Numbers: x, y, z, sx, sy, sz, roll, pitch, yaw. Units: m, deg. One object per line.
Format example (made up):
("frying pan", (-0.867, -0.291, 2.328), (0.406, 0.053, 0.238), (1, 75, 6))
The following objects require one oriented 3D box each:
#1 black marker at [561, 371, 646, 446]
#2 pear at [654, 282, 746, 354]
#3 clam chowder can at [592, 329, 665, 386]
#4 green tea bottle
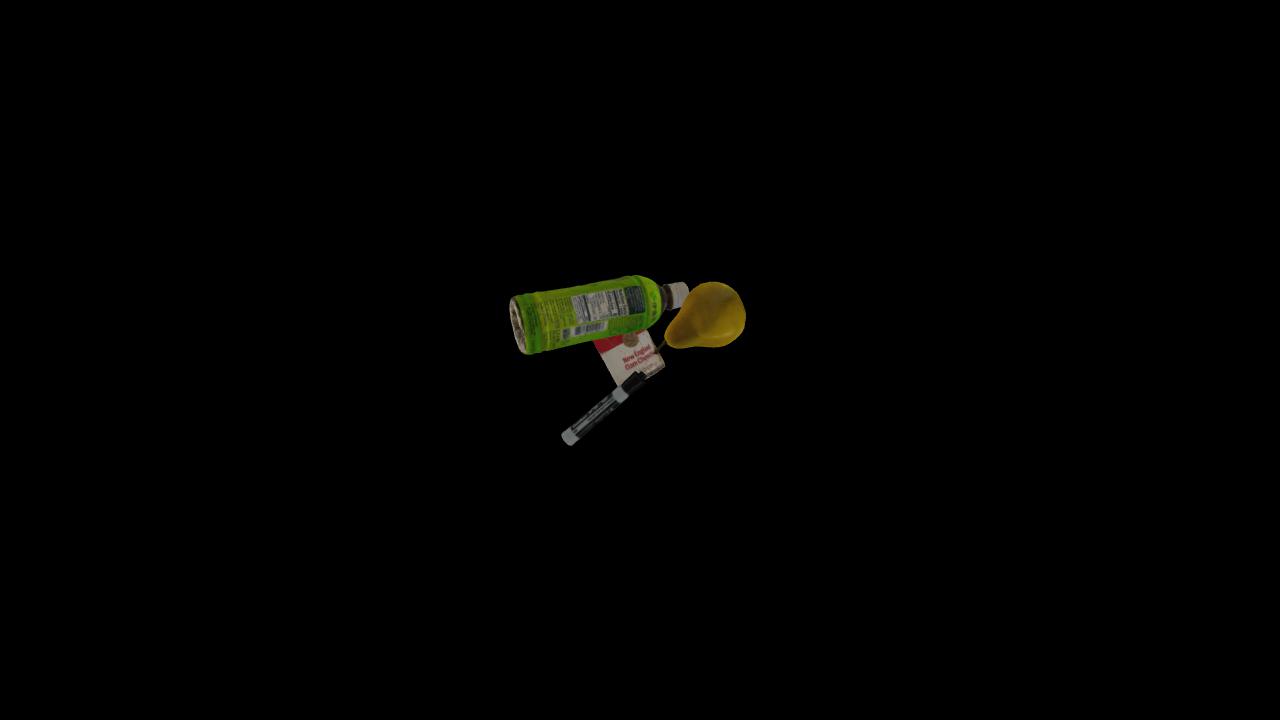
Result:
("black marker", (-0.040, 0.054, 0.700), (0.121, 0.020, 0.020), (-41, -10, 12))
("pear", (0.063, -0.043, 0.704), (0.111, 0.080, 0.080), (-23, 3, -8))
("clam chowder can", (-0.021, -0.022, 0.764), (0.068, 0.102, 0.068), (-28, 4, 2))
("green tea bottle", (-0.042, -0.059, 0.721), (0.212, 0.073, 0.073), (-11, 3, -18))
